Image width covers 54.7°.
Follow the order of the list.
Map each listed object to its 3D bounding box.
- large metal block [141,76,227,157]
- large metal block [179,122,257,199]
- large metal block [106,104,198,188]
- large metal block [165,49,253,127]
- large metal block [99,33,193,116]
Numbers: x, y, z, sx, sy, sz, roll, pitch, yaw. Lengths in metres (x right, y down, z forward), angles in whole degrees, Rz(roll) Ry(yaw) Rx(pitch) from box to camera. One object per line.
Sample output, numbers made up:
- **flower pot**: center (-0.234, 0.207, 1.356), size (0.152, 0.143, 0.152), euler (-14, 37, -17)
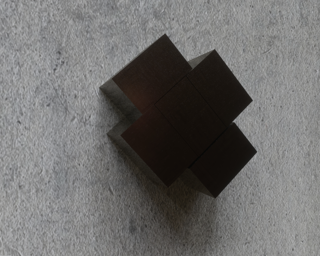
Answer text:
- **large metal block**: center (0.023, -0.013, 0.391), size (0.050, 0.080, 0.080), euler (-44, 104, -15)
- **large metal block**: center (0.064, 0.038, 0.406), size (0.080, 0.080, 0.050), euler (-44, 104, -15)
- **large metal block**: center (-0.013, 0.020, 0.378), size (0.050, 0.080, 0.080), euler (-44, 104, -15)
- **large metal block**: center (0.058, -0.047, 0.404), size (0.050, 0.080, 0.080), euler (-44, 104, -15)
- **large metal block**: center (-0.020, -0.060, 0.375), size (0.080, 0.080, 0.050), euler (-44, 104, -15)
